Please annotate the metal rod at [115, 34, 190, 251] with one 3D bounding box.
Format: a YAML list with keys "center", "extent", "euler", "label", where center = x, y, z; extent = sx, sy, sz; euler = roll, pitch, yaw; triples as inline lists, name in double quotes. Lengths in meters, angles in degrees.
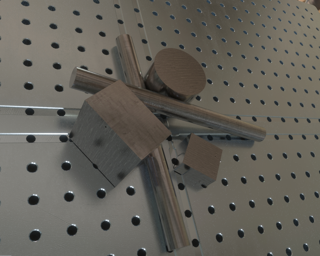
- center: [-0.016, 0.001, 0.400]
  extent: [0.025, 0.025, 0.299]
  euler: [-2, 63, -29]
  label: "metal rod"

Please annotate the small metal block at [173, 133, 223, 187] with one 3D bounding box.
- center: [0.051, 0.042, 0.413]
  extent: [0.050, 0.025, 0.050]
  euler: [29, 52, -10]
  label: "small metal block"

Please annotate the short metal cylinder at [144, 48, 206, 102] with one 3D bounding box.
- center: [0.018, -0.067, 0.444]
  extent: [0.081, 0.050, 0.080]
  euler: [14, 56, -21]
  label: "short metal cylinder"

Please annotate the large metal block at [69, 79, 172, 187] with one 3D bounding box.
- center: [-0.047, 0.008, 0.342]
  extent: [0.080, 0.080, 0.050]
  euler: [46, 51, 4]
  label: "large metal block"

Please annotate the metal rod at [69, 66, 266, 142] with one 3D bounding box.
- center: [0.031, -0.023, 0.416]
  extent: [0.302, 0.025, 0.025]
  euler: [15, 56, -29]
  label: "metal rod"
